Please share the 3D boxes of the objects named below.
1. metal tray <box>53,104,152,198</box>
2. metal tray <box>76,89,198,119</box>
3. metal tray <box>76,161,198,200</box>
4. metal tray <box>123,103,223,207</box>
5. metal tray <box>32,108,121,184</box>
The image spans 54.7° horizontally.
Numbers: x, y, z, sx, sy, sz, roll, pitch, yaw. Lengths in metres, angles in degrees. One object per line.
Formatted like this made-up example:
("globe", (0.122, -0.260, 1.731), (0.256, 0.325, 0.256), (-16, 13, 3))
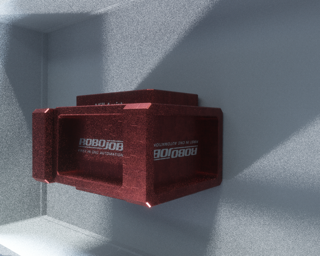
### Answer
("metal tray", (-0.068, 0.021, 0.340), (0.130, 0.030, 0.089), (1, 90, 40))
("metal tray", (-0.030, -0.026, 0.385), (0.130, 0.091, 0.030), (1, 91, 40))
("metal tray", (-0.030, 0.063, 0.386), (0.130, 0.091, 0.030), (1, 90, 40))
("metal tray", (0.020, 0.022, 0.319), (0.030, 0.131, 0.089), (1, 91, 40))
("metal tray", (-0.104, 0.020, 0.423), (0.030, 0.131, 0.089), (1, 91, 40))
